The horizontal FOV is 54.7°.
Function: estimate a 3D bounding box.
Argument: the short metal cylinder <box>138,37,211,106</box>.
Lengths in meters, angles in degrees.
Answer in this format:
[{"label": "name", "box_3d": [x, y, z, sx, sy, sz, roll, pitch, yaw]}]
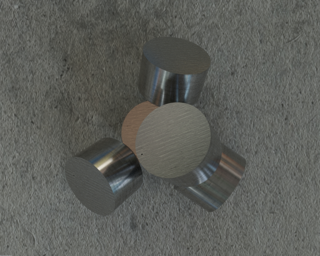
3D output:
[{"label": "short metal cylinder", "box_3d": [0.016, -0.068, 0.377, 0.080, 0.080, 0.050, 14, 133, 0]}]

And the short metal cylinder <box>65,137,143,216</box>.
[{"label": "short metal cylinder", "box_3d": [-0.068, 0.058, 0.377, 0.080, 0.050, 0.079, 19, 125, 29]}]

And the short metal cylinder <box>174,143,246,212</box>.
[{"label": "short metal cylinder", "box_3d": [0.061, 0.056, 0.384, 0.050, 0.080, 0.080, 35, 90, 0]}]

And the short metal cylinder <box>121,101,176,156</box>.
[{"label": "short metal cylinder", "box_3d": [-0.006, 0.006, 0.398, 0.081, 0.050, 0.080, 0, 90, -1]}]

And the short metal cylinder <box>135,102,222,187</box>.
[{"label": "short metal cylinder", "box_3d": [0.021, 0.019, 0.332, 0.080, 0.050, 0.080, -8, 67, 21]}]
